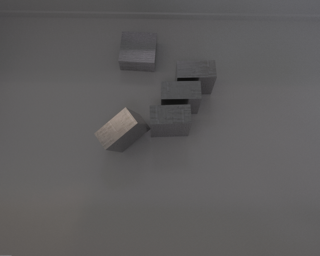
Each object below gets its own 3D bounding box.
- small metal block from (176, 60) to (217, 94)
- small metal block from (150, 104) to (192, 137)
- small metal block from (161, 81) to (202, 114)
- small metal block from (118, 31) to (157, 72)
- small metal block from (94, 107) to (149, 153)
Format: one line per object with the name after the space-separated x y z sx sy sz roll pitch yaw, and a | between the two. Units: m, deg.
0.047 -0.068 0.421 0.050 0.050 0.025 -1 70 -1 | small metal block
0.013 -0.008 0.399 0.050 0.050 0.025 -2 70 -1 | small metal block
0.027 -0.039 0.411 0.050 0.050 0.025 -1 70 0 | small metal block
-0.031 -0.111 0.450 0.050 0.025 0.050 4 70 1 | small metal block
-0.045 0.004 0.387 0.050 0.050 0.025 -40 74 7 | small metal block
